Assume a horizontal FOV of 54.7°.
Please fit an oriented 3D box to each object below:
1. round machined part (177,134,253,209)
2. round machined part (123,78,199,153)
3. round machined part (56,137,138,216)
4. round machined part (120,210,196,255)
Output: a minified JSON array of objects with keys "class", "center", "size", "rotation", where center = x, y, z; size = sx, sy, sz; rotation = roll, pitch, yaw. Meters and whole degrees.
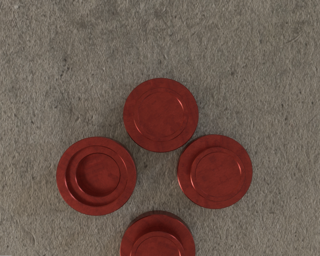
[{"class":"round machined part","center":[0.072,0.057,0.402],"size":[0.099,0.042,0.097],"rotation":[0,90,0]},{"class":"round machined part","center":[0.001,-0.017,0.401],"size":[0.099,0.042,0.097],"rotation":[0,90,0]},{"class":"round machined part","center":[-0.078,0.059,0.401],"size":[0.099,0.042,0.097],"rotation":[0,90,0]},{"class":"round machined part","center":[-0.003,0.161,0.401],"size":[0.099,0.042,0.097],"rotation":[0,90,0]}]
